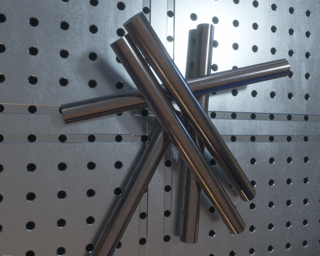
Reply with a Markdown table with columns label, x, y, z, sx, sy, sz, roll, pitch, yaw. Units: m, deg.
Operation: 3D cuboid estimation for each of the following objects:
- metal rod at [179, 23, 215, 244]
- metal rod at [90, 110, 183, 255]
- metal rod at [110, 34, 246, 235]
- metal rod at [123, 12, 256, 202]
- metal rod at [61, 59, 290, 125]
| label | x | y | z | sx | sy | sz | roll | pitch | yaw |
| --- | --- | --- | --- | --- | --- | --- | --- | --- | --- |
| metal rod | 0.052 | 0.006 | 0.431 | 0.025 | 0.025 | 0.298 | 5 | 88 | -20 |
| metal rod | -0.047 | 0.109 | 0.395 | 0.025 | 0.025 | 0.300 | 30 | 80 | -18 |
| metal rod | 0.032 | 0.021 | 0.390 | 0.025 | 0.025 | 0.299 | -38 | 109 | -16 |
| metal rod | 0.051 | -0.008 | 0.394 | 0.025 | 0.025 | 0.300 | -44 | 118 | -14 |
| metal rod | 0.029 | -0.050 | 0.400 | 0.302 | 0.025 | 0.025 | -13 | 95 | -11 |
